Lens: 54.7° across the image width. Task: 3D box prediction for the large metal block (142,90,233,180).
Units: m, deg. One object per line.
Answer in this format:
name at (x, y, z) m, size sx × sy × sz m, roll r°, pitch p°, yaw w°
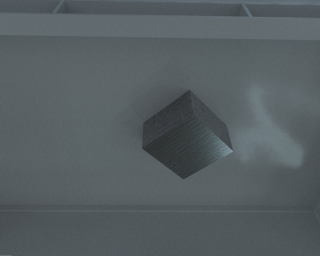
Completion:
large metal block at (0.035, 0.011, 0.403) m, size 0.080 × 0.050 × 0.080 m, roll -35°, pitch 123°, yaw 25°
